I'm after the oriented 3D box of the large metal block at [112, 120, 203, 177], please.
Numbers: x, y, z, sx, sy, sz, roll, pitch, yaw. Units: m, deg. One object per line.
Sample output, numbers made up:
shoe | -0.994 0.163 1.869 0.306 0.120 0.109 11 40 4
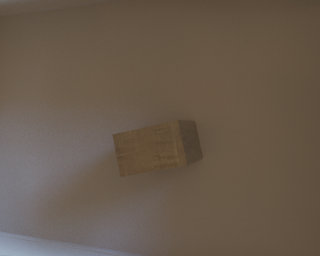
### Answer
large metal block | 0.001 0.024 0.380 0.080 0.080 0.050 -12 86 19
